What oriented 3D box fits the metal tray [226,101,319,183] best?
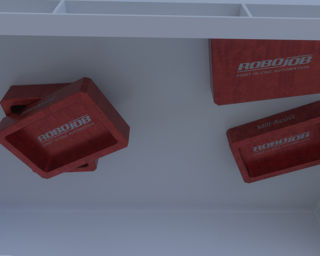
[{"bbox_3d":[0.168,0.023,0.428,0.130,0.030,0.090,-19,128,15],"label":"metal tray"}]

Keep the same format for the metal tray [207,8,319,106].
[{"bbox_3d":[0.122,-0.076,0.343,0.131,0.030,0.089,-7,130,5],"label":"metal tray"}]

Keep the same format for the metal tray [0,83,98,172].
[{"bbox_3d":[-0.137,0.005,0.407,0.091,0.030,0.129,-3,130,1],"label":"metal tray"}]

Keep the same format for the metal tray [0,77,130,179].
[{"bbox_3d":[-0.113,0.005,0.368,0.130,0.030,0.090,-23,127,17],"label":"metal tray"}]
